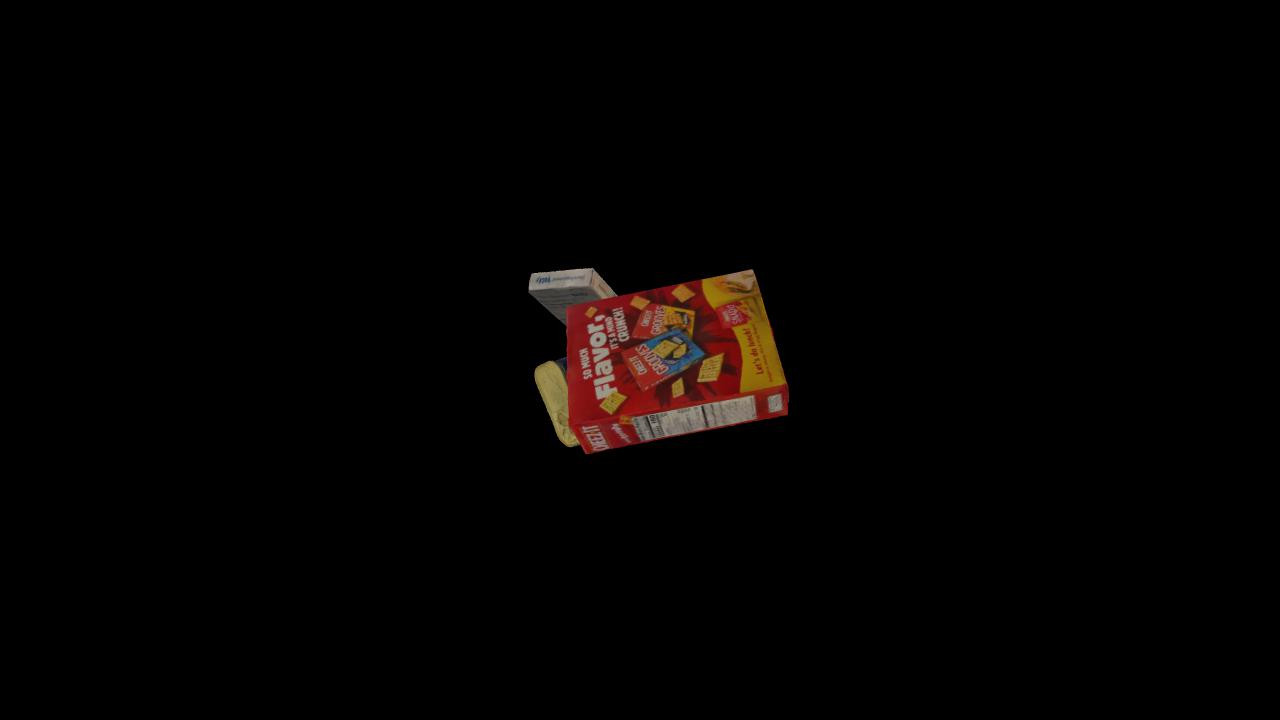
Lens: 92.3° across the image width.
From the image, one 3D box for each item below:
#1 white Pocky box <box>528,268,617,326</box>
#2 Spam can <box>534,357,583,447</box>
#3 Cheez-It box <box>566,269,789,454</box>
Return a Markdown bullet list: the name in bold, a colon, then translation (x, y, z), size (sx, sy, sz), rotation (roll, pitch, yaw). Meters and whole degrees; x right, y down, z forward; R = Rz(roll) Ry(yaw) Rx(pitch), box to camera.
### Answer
- **white Pocky box**: translation (-0.065, -0.065, 0.767), size (0.084, 0.028, 0.154), rotation (-2, -21, 21)
- **Spam can**: translation (-0.063, 0.039, 0.725), size (0.085, 0.101, 0.058), rotation (-23, 2, -42)
- **Cheez-It box**: translation (0.033, -0.001, 0.670), size (0.223, 0.166, 0.071), rotation (-11, -39, 6)
